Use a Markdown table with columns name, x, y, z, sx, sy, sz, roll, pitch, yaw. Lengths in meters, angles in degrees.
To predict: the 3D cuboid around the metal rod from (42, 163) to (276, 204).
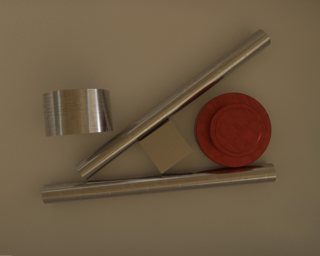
| name | x | y | z | sx | sy | sz | roll | pitch | yaw |
| --- | --- | --- | --- | --- | --- | --- | --- | --- | --- |
| metal rod | -0.001 | 0.073 | 0.410 | 0.302 | 0.025 | 0.025 | -5 | 90 | -1 |

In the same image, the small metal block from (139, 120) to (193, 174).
| name | x | y | z | sx | sy | sz | roll | pitch | yaw |
| --- | --- | --- | --- | --- | --- | --- | --- | --- | --- |
| small metal block | 0.008 | 0.024 | 0.409 | 0.050 | 0.025 | 0.050 | -36 | 90 | 0 |

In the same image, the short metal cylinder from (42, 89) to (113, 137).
| name | x | y | z | sx | sy | sz | roll | pitch | yaw |
| --- | --- | --- | --- | --- | --- | --- | --- | --- | --- |
| short metal cylinder | -0.100 | -0.018 | 0.382 | 0.081 | 0.080 | 0.050 | -5 | 90 | -1 |

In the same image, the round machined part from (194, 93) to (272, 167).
| name | x | y | z | sx | sy | sz | roll | pitch | yaw |
| --- | --- | --- | --- | --- | --- | --- | --- | --- | --- |
| round machined part | 0.096 | 0.003 | 0.401 | 0.099 | 0.042 | 0.097 | 0 | 90 | -1 |

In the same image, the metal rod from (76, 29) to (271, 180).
| name | x | y | z | sx | sy | sz | roll | pitch | yaw |
| --- | --- | --- | --- | --- | --- | --- | --- | --- | --- |
| metal rod | 0.018 | -0.031 | 0.410 | 0.301 | 0.025 | 0.025 | -36 | 90 | -1 |
